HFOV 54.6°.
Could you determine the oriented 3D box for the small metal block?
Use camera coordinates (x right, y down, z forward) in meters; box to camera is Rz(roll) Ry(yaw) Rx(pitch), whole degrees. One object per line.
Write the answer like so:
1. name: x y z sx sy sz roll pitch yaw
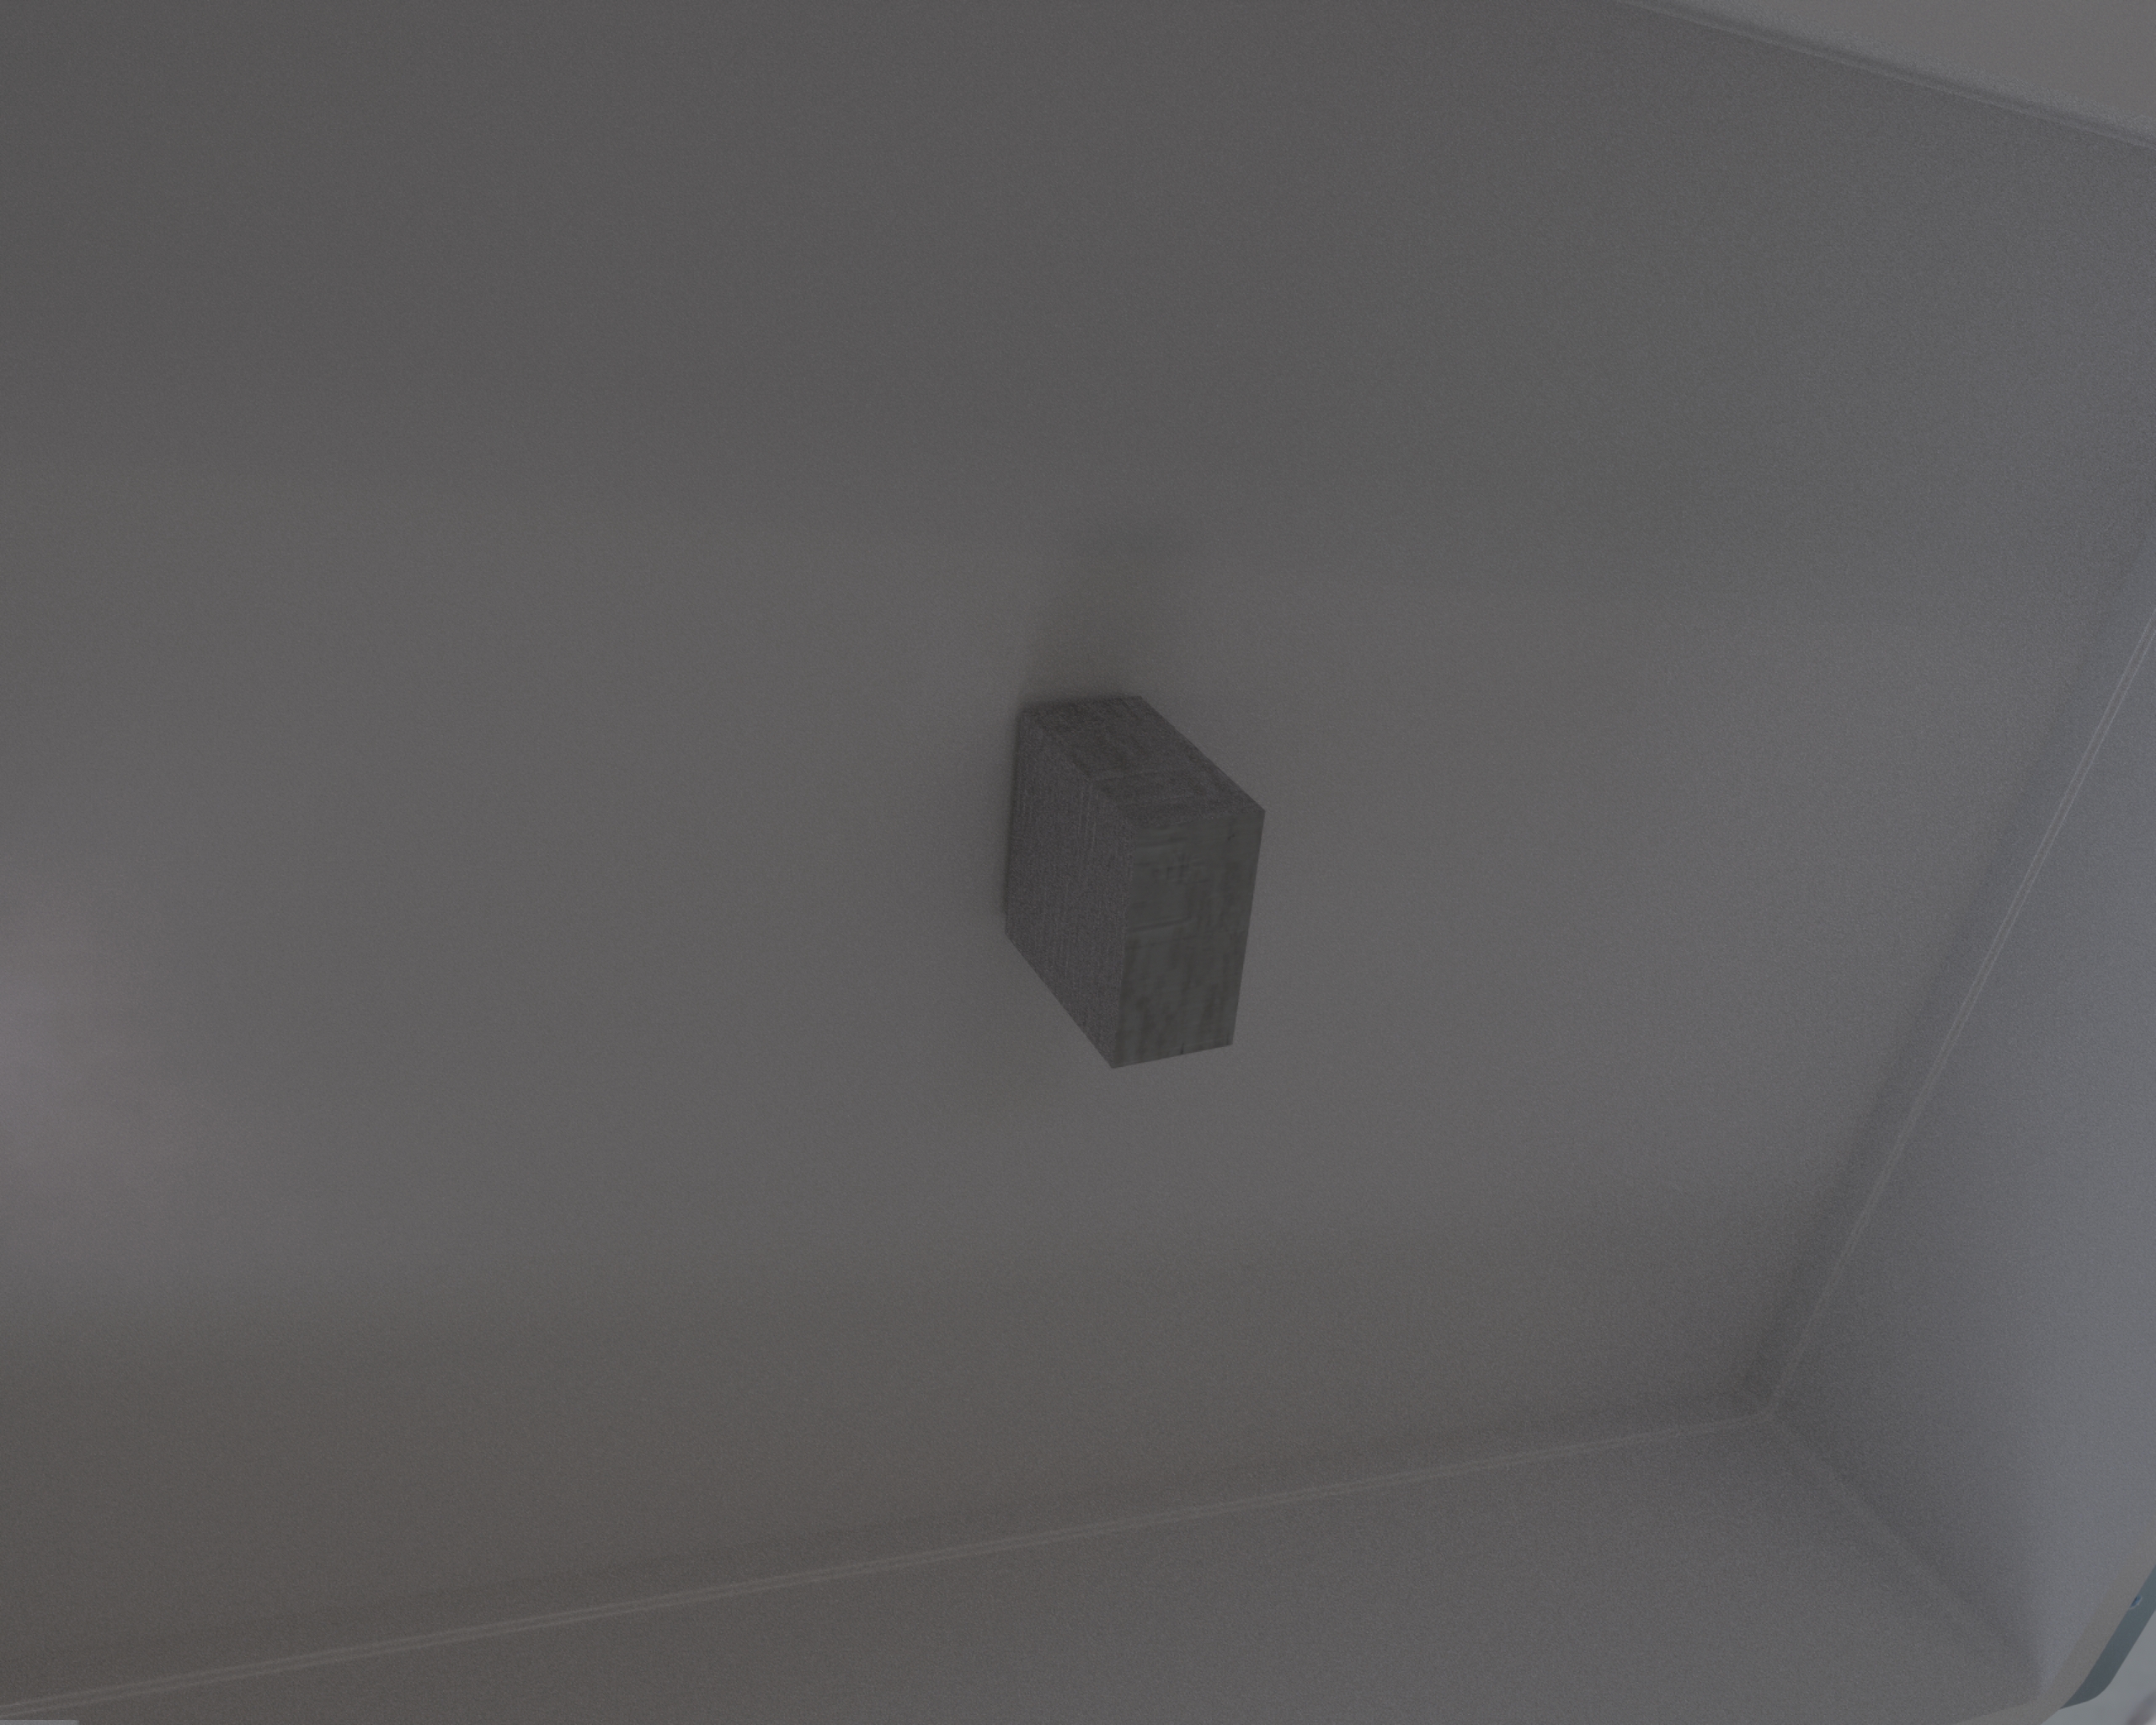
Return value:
1. small metal block: 0.009 0.003 0.394 0.025 0.050 0.050 -9 122 -24
